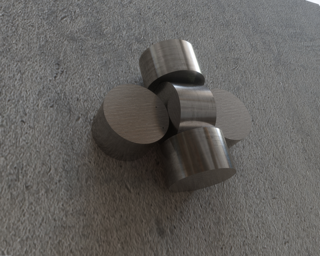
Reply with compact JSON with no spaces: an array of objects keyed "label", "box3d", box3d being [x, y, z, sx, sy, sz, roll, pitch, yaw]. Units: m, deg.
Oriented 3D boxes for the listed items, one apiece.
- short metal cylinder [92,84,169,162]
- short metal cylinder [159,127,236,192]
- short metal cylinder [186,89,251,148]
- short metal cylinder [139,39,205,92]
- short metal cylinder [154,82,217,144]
[{"label":"short metal cylinder","box3d":[-0.036,-0.006,0.373,0.081,0.050,0.080,14,55,-21]},{"label":"short metal cylinder","box3d":[0.044,0.040,0.370,0.081,0.080,0.050,0,62,-28]},{"label":"short metal cylinder","box3d":[0.080,-0.008,0.436,0.081,0.050,0.080,13,57,-21]},{"label":"short metal cylinder","box3d":[0.015,-0.075,0.424,0.081,0.080,0.050,0,62,-28]},{"label":"short metal cylinder","box3d":[0.027,-0.017,0.396,0.050,0.080,0.080,0,62,-28]}]
